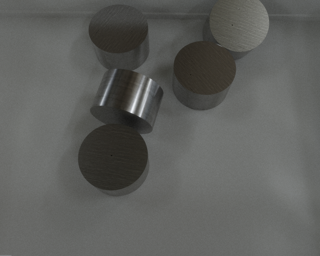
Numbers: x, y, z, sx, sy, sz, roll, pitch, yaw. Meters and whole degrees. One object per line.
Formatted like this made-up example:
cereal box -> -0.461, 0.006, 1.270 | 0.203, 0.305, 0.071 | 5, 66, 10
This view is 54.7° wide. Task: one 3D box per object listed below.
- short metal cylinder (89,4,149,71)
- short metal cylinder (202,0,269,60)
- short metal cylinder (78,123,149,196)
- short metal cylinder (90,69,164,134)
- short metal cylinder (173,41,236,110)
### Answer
short metal cylinder -> -0.056, -0.127, 0.442 | 0.081, 0.050, 0.080 | 0, 70, 0
short metal cylinder -> 0.104, -0.140, 0.436 | 0.081, 0.050, 0.080 | 0, 89, -3
short metal cylinder -> -0.054, 0.040, 0.381 | 0.081, 0.050, 0.080 | 0, 70, 0
short metal cylinder -> -0.041, -0.031, 0.391 | 0.080, 0.080, 0.050 | 15, 71, 5
short metal cylinder -> 0.058, -0.070, 0.422 | 0.081, 0.050, 0.080 | 0, 70, 0
